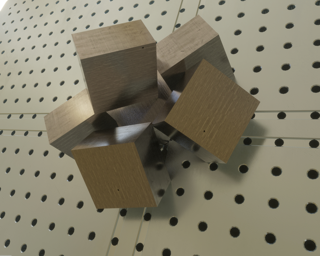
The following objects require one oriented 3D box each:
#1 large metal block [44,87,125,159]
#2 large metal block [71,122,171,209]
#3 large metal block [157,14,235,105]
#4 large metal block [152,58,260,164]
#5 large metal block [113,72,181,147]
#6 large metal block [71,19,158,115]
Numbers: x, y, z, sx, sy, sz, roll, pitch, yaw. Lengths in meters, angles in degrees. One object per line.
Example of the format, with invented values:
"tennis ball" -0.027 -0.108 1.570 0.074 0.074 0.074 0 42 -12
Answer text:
"large metal block" -0.095 0.000 0.423 0.080 0.080 0.050 -33 52 6
"large metal block" -0.042 0.045 0.360 0.080 0.080 0.050 -8 22 24
"large metal block" 0.041 -0.083 0.403 0.080 0.080 0.050 -34 52 6
"large metal block" 0.050 -0.016 0.348 0.080 0.080 0.050 -58 12 -13
"large metal block" -0.014 -0.021 0.415 0.080 0.050 0.080 -34 51 6
"large metal block" -0.050 -0.070 0.362 0.081 0.080 0.050 -17 51 -13
